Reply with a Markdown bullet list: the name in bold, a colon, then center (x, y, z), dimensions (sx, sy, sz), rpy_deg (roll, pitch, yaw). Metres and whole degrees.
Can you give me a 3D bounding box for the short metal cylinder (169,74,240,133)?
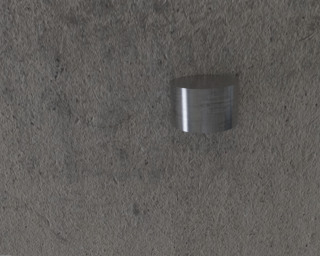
- **short metal cylinder**: center (0.053, -0.031, 0.369), dimensions (0.080, 0.080, 0.050), rpy_deg (-3, 110, 1)
